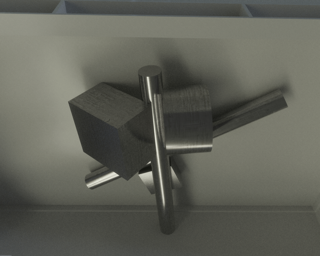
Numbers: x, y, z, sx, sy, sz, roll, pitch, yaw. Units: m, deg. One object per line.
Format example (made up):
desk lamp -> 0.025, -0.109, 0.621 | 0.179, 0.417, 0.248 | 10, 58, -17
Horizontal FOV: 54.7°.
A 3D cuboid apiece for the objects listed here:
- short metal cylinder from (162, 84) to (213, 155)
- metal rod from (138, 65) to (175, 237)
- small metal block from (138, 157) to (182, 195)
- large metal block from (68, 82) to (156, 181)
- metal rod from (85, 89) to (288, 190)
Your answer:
short metal cylinder -> 0.030, -0.010, 0.362 | 0.050, 0.080, 0.079 | -4, 130, 1
metal rod -> 0.001, 0.055, 0.420 | 0.025, 0.025, 0.298 | -4, 129, 3
small metal block -> 0.001, 0.070, 0.467 | 0.050, 0.025, 0.050 | -17, 129, 13
large metal block -> -0.054, 0.003, 0.367 | 0.080, 0.050, 0.079 | 27, 139, 31
metal rod -> 0.022, 0.023, 0.426 | 0.300, 0.025, 0.025 | -25, 126, 19
